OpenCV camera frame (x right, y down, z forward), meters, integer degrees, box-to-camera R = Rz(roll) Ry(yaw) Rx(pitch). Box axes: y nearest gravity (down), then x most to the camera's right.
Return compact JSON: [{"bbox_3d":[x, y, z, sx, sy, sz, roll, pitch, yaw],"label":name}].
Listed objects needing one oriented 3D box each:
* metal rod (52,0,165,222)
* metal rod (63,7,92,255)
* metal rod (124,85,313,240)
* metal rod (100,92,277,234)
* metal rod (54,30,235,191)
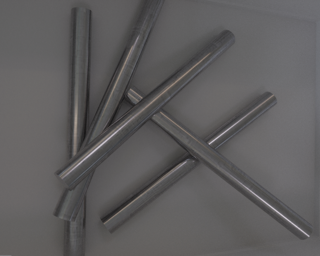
[{"bbox_3d":[-0.055,-0.039,0.373,0.025,0.025,0.299,25,76,-18],"label":"metal rod"},{"bbox_3d":[-0.099,0.008,0.373,0.025,0.025,0.298,2,89,-20],"label":"metal rod"},{"bbox_3d":[0.077,0.047,0.406,0.301,0.025,0.025,38,78,-4],"label":"metal rod"},{"bbox_3d":[0.050,0.039,0.428,0.301,0.025,0.025,-35,102,-17],"label":"metal rod"},{"bbox_3d":[0.000,-0.038,0.379,0.301,0.025,0.025,-43,104,-27],"label":"metal rod"}]
